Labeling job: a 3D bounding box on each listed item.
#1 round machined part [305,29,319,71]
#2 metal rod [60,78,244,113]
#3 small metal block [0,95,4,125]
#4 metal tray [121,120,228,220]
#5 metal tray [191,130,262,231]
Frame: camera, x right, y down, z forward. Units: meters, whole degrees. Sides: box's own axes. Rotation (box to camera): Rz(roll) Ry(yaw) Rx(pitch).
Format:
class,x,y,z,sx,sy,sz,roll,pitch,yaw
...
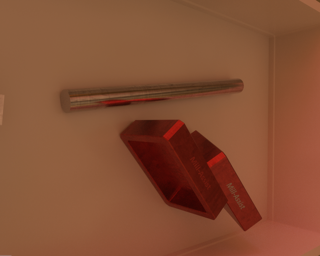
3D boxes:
class,x,y,z,sx,sy,sz,roll,pitch,yaw
round machined part,0.370,-0.178,0.712,0.099,0.042,0.097,0,90,-40
metal rod,0.015,-0.049,0.421,0.302,0.025,0.025,-11,97,-40
small metal block,-0.163,-0.016,0.254,0.050,0.050,0.025,5,87,-40
metal tray,0.017,0.050,0.380,0.030,0.090,0.130,-46,118,-30
metal tray,0.084,0.073,0.435,0.030,0.090,0.130,-35,115,-4
